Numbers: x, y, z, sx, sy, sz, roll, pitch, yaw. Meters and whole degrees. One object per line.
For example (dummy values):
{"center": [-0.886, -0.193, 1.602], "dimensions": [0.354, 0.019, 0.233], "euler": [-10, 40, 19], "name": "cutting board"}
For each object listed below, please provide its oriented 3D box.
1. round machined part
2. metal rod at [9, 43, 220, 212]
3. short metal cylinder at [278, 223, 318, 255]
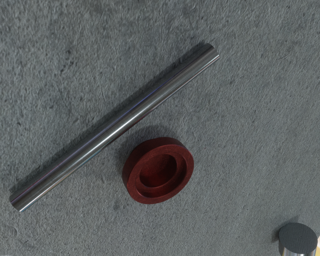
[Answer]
{"center": [-0.006, 0.054, 0.428], "dimensions": [0.099, 0.042, 0.097], "euler": [-14, 125, -21], "name": "round machined part"}
{"center": [-0.052, -0.003, 0.377], "dimensions": [0.301, 0.025, 0.025], "euler": [-38, 130, -3], "name": "metal rod"}
{"center": [0.317, 0.267, 0.714], "dimensions": [0.081, 0.080, 0.050], "euler": [-24, 128, -14], "name": "short metal cylinder"}
